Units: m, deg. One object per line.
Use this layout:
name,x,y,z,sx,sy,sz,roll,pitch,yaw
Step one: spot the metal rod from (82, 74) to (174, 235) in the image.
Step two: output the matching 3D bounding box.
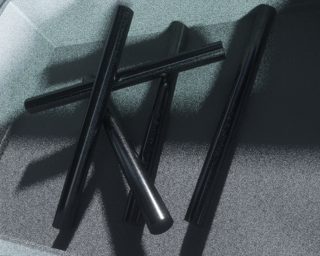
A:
metal rod,-0.057,0.009,0.405,0.025,0.025,0.300,-37,44,3

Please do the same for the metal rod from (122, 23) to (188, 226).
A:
metal rod,0.000,-0.022,0.417,0.025,0.025,0.300,-1,61,27

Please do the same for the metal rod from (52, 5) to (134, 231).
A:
metal rod,-0.086,-0.017,0.408,0.025,0.025,0.299,11,83,32

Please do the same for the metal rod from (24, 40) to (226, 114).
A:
metal rod,-0.059,-0.067,0.437,0.301,0.025,0.025,-13,56,16

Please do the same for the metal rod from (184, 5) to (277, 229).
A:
metal rod,0.092,-0.029,0.374,0.025,0.025,0.300,10,66,32
